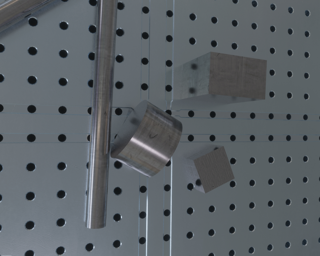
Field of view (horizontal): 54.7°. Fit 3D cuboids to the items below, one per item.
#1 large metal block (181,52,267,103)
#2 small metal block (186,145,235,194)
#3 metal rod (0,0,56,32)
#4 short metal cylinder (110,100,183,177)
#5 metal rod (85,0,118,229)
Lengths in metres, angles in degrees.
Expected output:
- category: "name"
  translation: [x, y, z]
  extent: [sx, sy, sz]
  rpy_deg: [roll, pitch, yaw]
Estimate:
- category: "large metal block"
  translation: [0.082, -0.063, 0.414]
  extent: [0.081, 0.080, 0.050]
  rpy_deg: [3, 89, -20]
- category: "small metal block"
  translation: [0.071, 0.057, 0.439]
  extent: [0.050, 0.025, 0.050]
  rpy_deg: [-23, 98, -19]
- category: "metal rod"
  translation: [-0.177, -0.125, 0.347]
  extent: [0.301, 0.025, 0.025]
  rpy_deg: [-39, 103, -16]
- category: "short metal cylinder"
  translation: [-0.017, 0.013, 0.377]
  extent: [0.050, 0.080, 0.080]
  rpy_deg: [32, 80, -18]
- category: "metal rod"
  translation: [-0.072, -0.028, 0.385]
  extent: [0.025, 0.025, 0.298]
  rpy_deg: [3, 89, -20]
